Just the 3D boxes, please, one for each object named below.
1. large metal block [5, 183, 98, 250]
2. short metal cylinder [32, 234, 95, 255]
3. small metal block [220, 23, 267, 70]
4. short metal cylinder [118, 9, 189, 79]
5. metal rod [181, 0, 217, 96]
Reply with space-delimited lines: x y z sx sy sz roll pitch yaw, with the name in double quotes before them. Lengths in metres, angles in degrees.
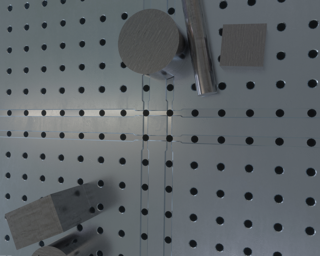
"large metal block" -0.150 0.122 0.436 0.080 0.080 0.050 -25 82 18
"short metal cylinder" -0.141 0.202 0.449 0.080 0.050 0.079 0 90 20
"small metal block" 0.102 -0.098 0.377 0.050 0.025 0.050 5 92 19
"short metal cylinder" -0.007 -0.106 0.402 0.080 0.050 0.079 0 90 20
"metal rod" 0.036 -0.190 0.399 0.025 0.025 0.298 -10 87 19
